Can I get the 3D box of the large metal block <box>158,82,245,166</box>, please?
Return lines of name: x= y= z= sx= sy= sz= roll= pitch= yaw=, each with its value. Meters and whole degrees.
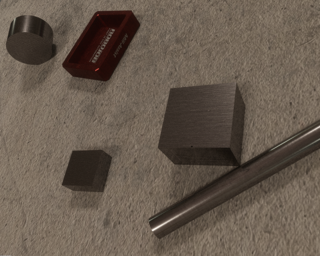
large metal block: x=0.051 y=-0.003 z=0.362 sx=0.080 sy=0.050 sz=0.080 roll=-2 pitch=61 yaw=27

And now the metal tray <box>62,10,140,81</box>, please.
metal tray: x=-0.102 y=-0.147 z=0.541 sx=0.090 sy=0.030 sz=0.130 roll=13 pitch=68 yaw=33

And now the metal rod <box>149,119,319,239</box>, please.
metal rod: x=0.122 y=0.031 z=0.320 sx=0.300 sy=0.025 sz=0.025 roll=-32 pitch=52 yaw=7

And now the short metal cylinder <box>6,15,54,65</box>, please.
short metal cylinder: x=-0.251 y=-0.170 z=0.601 sx=0.080 sy=0.080 sz=0.050 roll=-20 pitch=54 yaw=16

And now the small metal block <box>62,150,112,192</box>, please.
small metal block: x=-0.098 y=0.058 z=0.418 sx=0.050 sy=0.025 sz=0.050 roll=-3 pitch=60 yaw=26
